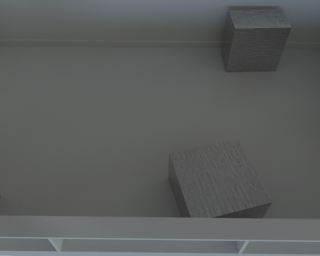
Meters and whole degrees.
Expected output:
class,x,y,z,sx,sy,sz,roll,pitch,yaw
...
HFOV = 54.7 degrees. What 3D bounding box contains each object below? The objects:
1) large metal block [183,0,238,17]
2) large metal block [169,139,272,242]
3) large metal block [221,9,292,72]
class,x,y,z,sx,sy,sz,roll,pitch,yaw
large metal block,0.104,-0.275,0.623,0.081,0.050,0.080,-32,57,-24
large metal block,0.059,0.065,0.334,0.081,0.050,0.080,-11,51,-10
large metal block,0.145,-0.135,0.483,0.081,0.080,0.050,-2,50,-1
